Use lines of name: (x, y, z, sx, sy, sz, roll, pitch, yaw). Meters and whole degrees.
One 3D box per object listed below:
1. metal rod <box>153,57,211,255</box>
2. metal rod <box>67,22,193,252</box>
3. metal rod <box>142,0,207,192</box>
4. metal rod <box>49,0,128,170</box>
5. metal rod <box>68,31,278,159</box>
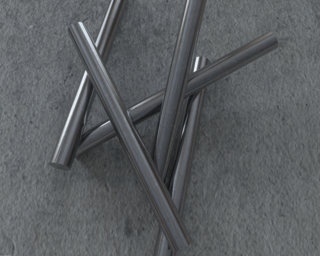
metal rod: (0.029, 0.042, 0.392, 0.025, 0.025, 0.299, 12, 70, 4)
metal rod: (-0.042, -0.001, 0.370, 0.025, 0.025, 0.299, -25, 76, -9)
metal rod: (0.023, -0.065, 0.375, 0.025, 0.025, 0.298, 13, 92, 4)
metal rod: (-0.087, -0.087, 0.422, 0.025, 0.025, 0.299, 11, 64, 3)
metal rod: (0.016, -0.043, 0.402, 0.301, 0.025, 0.025, -29, 73, -2)
